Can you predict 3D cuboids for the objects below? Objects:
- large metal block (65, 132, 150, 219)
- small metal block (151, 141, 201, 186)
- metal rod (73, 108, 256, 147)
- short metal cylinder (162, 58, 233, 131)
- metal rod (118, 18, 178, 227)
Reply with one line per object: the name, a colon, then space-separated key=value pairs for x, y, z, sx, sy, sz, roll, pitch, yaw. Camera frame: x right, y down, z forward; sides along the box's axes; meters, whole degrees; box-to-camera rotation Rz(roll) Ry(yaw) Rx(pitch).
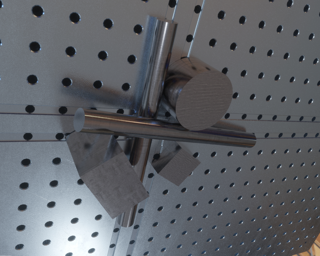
large metal block: x=-0.063 y=0.046 z=0.369 sx=0.050 sy=0.080 sz=0.080 roll=-31 pitch=129 yaw=-9
small metal block: x=0.024 y=0.052 z=0.460 sx=0.050 sy=0.025 sz=0.050 roll=-48 pitch=129 yaw=5
metal rod: x=0.033 y=0.006 z=0.410 sx=0.302 sy=0.025 sz=0.025 roll=7 pitch=115 yaw=-40
short metal cylinder: x=0.044 y=-0.043 z=0.394 sx=0.081 sy=0.050 sz=0.079 roll=-14 pitch=125 yaw=-21
metal rod: x=-0.022 y=0.012 z=0.408 sx=0.025 sy=0.025 sz=0.298 roll=-2 pitch=119 yaw=-28
